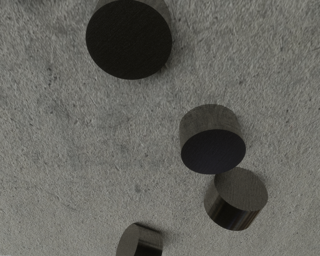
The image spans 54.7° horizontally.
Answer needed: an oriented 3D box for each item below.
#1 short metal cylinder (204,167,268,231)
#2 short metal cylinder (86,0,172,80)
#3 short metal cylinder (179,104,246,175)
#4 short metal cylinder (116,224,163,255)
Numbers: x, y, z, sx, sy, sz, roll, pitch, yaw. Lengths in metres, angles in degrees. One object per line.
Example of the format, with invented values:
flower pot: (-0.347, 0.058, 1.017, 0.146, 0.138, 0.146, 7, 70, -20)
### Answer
short metal cylinder: (0.111, 0.104, 0.460, 0.081, 0.080, 0.050, 9, 130, -8)
short metal cylinder: (-0.029, -0.095, 0.309, 0.081, 0.050, 0.079, 0, 130, 0)
short metal cylinder: (0.066, 0.016, 0.404, 0.081, 0.050, 0.079, 0, 130, 0)
short metal cylinder: (-0.038, 0.221, 0.559, 0.050, 0.080, 0.080, 28, 125, -22)
